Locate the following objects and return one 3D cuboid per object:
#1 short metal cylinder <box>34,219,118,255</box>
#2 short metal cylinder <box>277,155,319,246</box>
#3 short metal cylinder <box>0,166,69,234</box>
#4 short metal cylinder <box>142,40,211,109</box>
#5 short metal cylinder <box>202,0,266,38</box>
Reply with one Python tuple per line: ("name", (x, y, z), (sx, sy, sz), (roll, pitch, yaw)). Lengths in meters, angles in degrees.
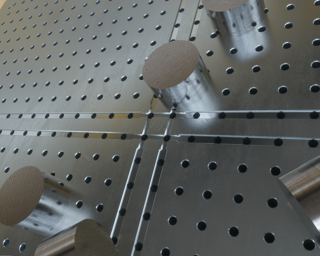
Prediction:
("short metal cylinder", (-0.086, 0.145, 0.329), (0.050, 0.080, 0.080), (-29, 52, 10))
("short metal cylinder", (0.143, 0.064, 0.258), (0.050, 0.080, 0.080), (-32, 52, 8))
("short metal cylinder", (-0.173, 0.098, 0.423), (0.080, 0.050, 0.080), (-13, 56, 21))
("short metal cylinder", (0.023, -0.073, 0.425), (0.080, 0.050, 0.080), (-13, 56, 21))
("short metal cylinder", (0.106, -0.178, 0.446), (0.080, 0.050, 0.080), (-13, 56, 21))
